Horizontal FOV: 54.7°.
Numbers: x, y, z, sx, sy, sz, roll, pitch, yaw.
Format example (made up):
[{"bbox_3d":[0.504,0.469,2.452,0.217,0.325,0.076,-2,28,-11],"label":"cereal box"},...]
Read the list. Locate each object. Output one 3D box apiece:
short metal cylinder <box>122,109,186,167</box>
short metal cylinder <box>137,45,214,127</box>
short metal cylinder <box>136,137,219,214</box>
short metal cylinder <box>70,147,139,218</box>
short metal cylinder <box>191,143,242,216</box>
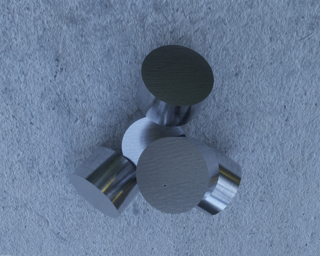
[{"bbox_3d":[-0.007,0.015,0.403,0.081,0.050,0.079,0,110,-1],"label":"short metal cylinder"},{"bbox_3d":[0.016,-0.048,0.357,0.080,0.080,0.050,13,153,-5],"label":"short metal cylinder"},{"bbox_3d":[0.021,0.050,0.345,0.080,0.050,0.080,-1,88,22],"label":"short metal cylinder"},{"bbox_3d":[-0.069,0.071,0.401,0.080,0.050,0.080,27,146,21],"label":"short metal cylinder"},{"bbox_3d":[0.060,0.067,0.406,0.050,0.080,0.080,33,107,-12],"label":"short metal cylinder"}]
